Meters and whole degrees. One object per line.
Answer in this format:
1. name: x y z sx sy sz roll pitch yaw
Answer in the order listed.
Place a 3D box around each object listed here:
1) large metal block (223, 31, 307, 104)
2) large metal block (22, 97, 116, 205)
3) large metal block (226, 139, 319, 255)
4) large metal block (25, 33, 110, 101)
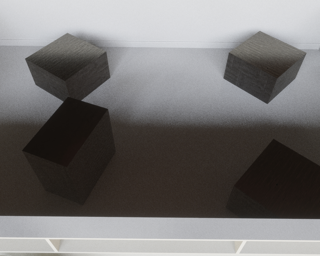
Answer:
1. large metal block: 0.157 -0.094 0.470 0.080 0.050 0.080 37 59 27
2. large metal block: -0.095 0.026 0.346 0.050 0.080 0.080 17 52 14
3. large metal block: 0.131 0.071 0.331 0.080 0.050 0.080 35 58 25
4. large metal block: -0.134 -0.088 0.461 0.080 0.050 0.080 29 56 22
